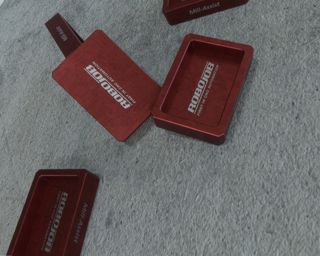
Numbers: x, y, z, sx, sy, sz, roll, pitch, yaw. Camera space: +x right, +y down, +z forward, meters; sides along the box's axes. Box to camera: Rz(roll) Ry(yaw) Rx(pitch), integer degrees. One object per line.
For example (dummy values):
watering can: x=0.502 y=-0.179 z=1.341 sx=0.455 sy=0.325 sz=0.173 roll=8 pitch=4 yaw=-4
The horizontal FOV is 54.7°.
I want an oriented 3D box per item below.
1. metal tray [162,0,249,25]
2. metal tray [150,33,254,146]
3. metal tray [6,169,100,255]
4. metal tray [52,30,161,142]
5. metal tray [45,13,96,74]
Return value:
metal tray: x=0.072 y=-0.224 z=0.500 sx=0.130 sy=0.030 sz=0.090 roll=-9 pitch=58 yaw=23
metal tray: x=0.055 y=-0.052 z=0.387 sx=0.090 sy=0.030 sz=0.130 roll=17 pitch=70 yaw=17
metal tray: x=-0.137 y=0.119 z=0.399 sx=0.090 sy=0.030 sz=0.130 roll=-4 pitch=60 yaw=26
metal tray: x=-0.066 y=-0.055 z=0.420 sx=0.130 sy=0.030 sz=0.090 roll=44 pitch=86 yaw=-1
metal tray: x=-0.131 y=-0.123 z=0.505 sx=0.030 sy=0.090 sz=0.130 roll=-40 pitch=51 yaw=2
